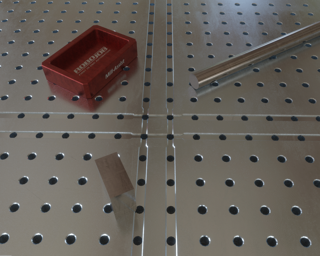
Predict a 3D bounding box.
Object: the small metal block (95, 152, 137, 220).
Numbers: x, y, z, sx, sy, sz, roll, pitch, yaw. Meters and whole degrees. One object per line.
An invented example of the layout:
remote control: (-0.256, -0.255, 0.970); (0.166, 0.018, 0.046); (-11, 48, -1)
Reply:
small metal block: (-0.048, 0.063, 0.338); (0.025, 0.050, 0.050); (-20, 53, -16)

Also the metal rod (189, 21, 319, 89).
metal rod: (0.180, -0.130, 0.517); (0.302, 0.025, 0.025); (-25, 55, -20)

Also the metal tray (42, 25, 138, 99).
metal tray: (-0.108, -0.110, 0.495); (0.090, 0.030, 0.130); (25, 54, 20)
